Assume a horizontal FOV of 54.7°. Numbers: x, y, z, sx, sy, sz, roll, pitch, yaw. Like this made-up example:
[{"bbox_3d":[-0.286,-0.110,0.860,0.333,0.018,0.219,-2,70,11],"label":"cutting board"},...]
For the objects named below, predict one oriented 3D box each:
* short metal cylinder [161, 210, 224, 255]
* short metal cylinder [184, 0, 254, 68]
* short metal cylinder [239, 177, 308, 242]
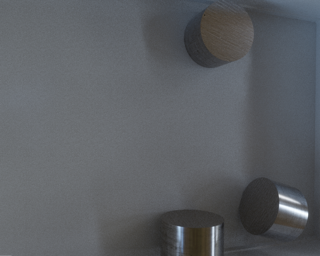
[{"bbox_3d":[0.041,0.140,0.397,0.081,0.080,0.050,1,90,-20],"label":"short metal cylinder"},{"bbox_3d":[0.080,-0.127,0.426,0.081,0.050,0.080,0,90,-20],"label":"short metal cylinder"},{"bbox_3d":[0.159,0.116,0.440,0.050,0.080,0.080,19,84,-19],"label":"short metal cylinder"}]
